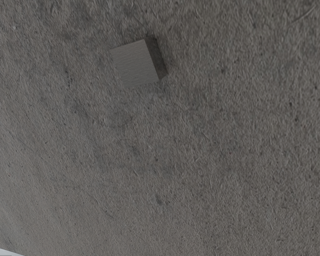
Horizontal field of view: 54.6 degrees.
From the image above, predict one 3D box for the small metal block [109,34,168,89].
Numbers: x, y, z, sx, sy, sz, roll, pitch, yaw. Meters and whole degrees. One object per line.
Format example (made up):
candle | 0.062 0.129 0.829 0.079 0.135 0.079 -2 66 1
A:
small metal block | -0.025 -0.079 0.372 0.050 0.025 0.050 -8 115 31
